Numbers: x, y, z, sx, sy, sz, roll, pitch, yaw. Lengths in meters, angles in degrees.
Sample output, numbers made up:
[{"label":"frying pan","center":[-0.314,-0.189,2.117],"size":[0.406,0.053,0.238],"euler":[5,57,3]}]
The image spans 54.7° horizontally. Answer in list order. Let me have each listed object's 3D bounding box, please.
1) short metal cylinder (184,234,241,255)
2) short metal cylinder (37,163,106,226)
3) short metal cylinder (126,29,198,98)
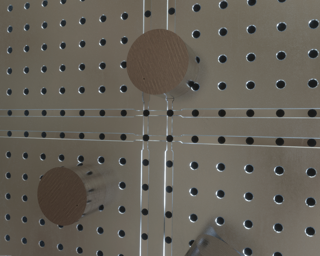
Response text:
[{"label":"short metal cylinder","center":[0.063,0.172,0.361],"size":[0.080,0.080,0.050],"euler":[34,101,16]},{"label":"short metal cylinder","center":[-0.125,0.093,0.443],"size":[0.080,0.050,0.079],"euler":[0,90,20]},{"label":"short metal cylinder","center":[0.004,-0.080,0.398],"size":[0.080,0.050,0.080],"euler":[0,90,20]}]
